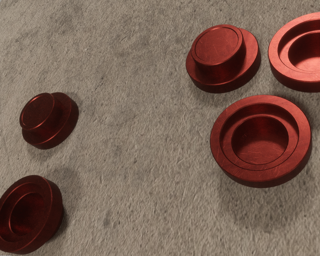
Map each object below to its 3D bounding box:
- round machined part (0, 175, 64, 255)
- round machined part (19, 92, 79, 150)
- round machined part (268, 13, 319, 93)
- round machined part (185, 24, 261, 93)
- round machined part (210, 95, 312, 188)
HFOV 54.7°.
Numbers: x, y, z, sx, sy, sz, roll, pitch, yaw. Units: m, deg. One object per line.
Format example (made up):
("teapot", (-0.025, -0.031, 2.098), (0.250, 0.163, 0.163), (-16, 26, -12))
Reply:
("round machined part", (-0.168, 0.115, 0.408), (0.098, 0.042, 0.098), (-13, 56, 20))
("round machined part", (-0.184, -0.018, 0.498), (0.098, 0.042, 0.098), (-13, 56, 20))
("round machined part", (0.176, -0.080, 0.349), (0.098, 0.042, 0.098), (-13, 56, 20))
("round machined part", (0.080, -0.098, 0.410), (0.098, 0.042, 0.098), (-13, 56, 20))
("round machined part", (0.106, 0.017, 0.327), (0.098, 0.042, 0.098), (-13, 56, 20))
